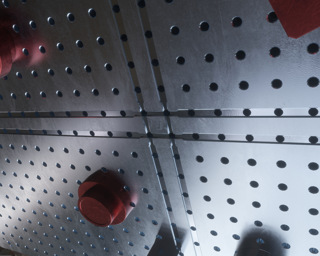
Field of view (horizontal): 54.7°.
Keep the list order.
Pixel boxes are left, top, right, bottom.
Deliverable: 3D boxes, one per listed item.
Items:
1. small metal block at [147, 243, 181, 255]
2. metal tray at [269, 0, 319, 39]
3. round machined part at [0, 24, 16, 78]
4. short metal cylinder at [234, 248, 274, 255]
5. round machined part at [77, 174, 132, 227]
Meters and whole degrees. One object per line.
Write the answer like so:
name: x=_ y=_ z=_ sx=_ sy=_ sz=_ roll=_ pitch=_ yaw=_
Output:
small metal block: x=0.003 y=0.233 z=0.538 sx=0.050 sy=0.050 sz=0.025 roll=7 pitch=122 yaw=24
metal tray: x=0.146 y=-0.143 z=0.242 sx=0.130 sy=0.030 sz=0.090 roll=-25 pitch=105 yaw=37
round machined part: x=-0.258 y=-0.122 z=0.461 sx=0.098 sy=0.042 sz=0.097 roll=13 pitch=124 yaw=21
short metal cylinder: x=0.143 y=0.227 z=0.460 sx=0.080 sy=0.050 sz=0.079 roll=13 pitch=124 yaw=20
round machined part: x=-0.102 y=0.131 z=0.536 sx=0.098 sy=0.042 sz=0.097 roll=13 pitch=124 yaw=21
